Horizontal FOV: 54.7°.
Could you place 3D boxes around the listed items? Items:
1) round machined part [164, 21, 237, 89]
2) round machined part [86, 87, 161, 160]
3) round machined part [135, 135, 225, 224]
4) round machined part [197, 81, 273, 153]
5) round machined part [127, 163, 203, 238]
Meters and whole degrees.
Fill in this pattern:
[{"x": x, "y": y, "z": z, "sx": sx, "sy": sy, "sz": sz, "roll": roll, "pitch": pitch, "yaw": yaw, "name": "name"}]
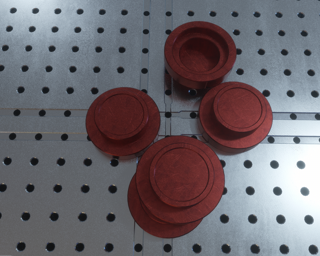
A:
[{"x": 0.055, "y": -0.098, "z": 0.439, "sx": 0.099, "sy": 0.042, "sz": 0.098, "roll": 0, "pitch": 70, "yaw": 0, "name": "round machined part"}, {"x": -0.048, "y": -0.011, "z": 0.406, "sx": 0.099, "sy": 0.042, "sz": 0.098, "roll": 0, "pitch": 70, "yaw": -1, "name": "round machined part"}, {"x": 0.022, "y": 0.054, "z": 0.339, "sx": 0.099, "sy": 0.042, "sz": 0.098, "roll": 0, "pitch": 70, "yaw": -1, "name": "round machined part"}, {"x": 0.101, "y": -0.019, "z": 0.411, "sx": 0.099, "sy": 0.042, "sz": 0.098, "roll": 0, "pitch": 70, "yaw": 0, "name": "round machined part"}, {"x": 0.010, "y": 0.081, "z": 0.373, "sx": 0.099, "sy": 0.042, "sz": 0.098, "roll": 0, "pitch": 70, "yaw": -1, "name": "round machined part"}]
